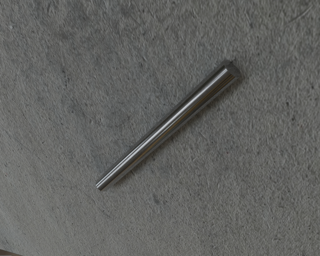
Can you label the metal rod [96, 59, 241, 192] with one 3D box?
[{"bbox_3d":[-0.009,0.015,0.422,0.025,0.025,0.299,45,129,-3],"label":"metal rod"}]
